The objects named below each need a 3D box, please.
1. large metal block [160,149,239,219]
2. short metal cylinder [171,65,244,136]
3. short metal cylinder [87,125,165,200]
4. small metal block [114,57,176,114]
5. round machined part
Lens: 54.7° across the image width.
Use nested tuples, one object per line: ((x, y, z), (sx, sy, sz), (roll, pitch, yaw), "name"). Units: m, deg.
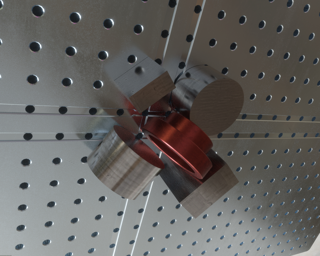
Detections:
((0.051, 0.067, 0.448), (0.080, 0.080, 0.050), (-40, 130, -2), "large metal block")
((0.062, -0.036, 0.408), (0.081, 0.050, 0.079), (-14, 125, -21), "short metal cylinder")
((-0.041, 0.041, 0.379), (0.050, 0.080, 0.080), (-50, 129, 6), "short metal cylinder")
((-0.018, -0.050, 0.355), (0.050, 0.050, 0.025), (-36, 130, -5), "small metal block")
((0.027, 0.017, 0.392), (0.042, 0.098, 0.098), (-50, 130, -9), "round machined part")
